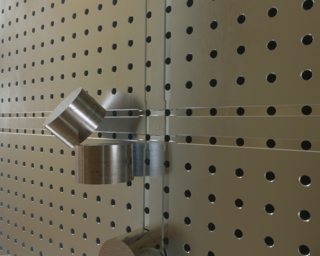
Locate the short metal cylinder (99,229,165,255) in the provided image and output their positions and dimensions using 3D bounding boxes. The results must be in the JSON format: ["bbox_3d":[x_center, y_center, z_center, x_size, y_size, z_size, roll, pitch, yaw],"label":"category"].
[{"bbox_3d":[-0.039,0.185,0.423,0.080,0.050,0.079,0,90,39],"label":"short metal cylinder"}]

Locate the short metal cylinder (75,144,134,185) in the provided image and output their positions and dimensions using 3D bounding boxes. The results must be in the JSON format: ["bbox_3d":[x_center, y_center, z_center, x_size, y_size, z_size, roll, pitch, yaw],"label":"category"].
[{"bbox_3d":[-0.077,0.048,0.435,0.080,0.081,0.050,-2,89,39],"label":"short metal cylinder"}]

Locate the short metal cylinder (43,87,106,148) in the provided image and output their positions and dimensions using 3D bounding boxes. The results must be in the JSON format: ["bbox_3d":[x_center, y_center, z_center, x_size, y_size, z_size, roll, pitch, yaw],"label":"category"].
[{"bbox_3d":[-0.128,-0.016,0.469,0.080,0.050,0.080,-35,25,20],"label":"short metal cylinder"}]
